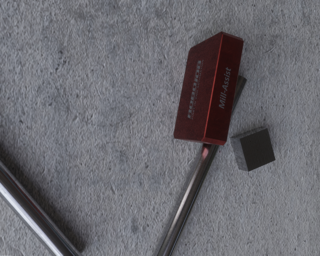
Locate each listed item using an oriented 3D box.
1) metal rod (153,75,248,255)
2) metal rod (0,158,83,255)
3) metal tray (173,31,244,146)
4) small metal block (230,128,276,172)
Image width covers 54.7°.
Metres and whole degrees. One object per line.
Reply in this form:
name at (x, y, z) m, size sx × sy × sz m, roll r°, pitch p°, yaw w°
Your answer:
metal rod at (0.054, 0.063, 0.428) m, size 0.025 × 0.025 × 0.299 m, roll 28°, pitch 81°, yaw -18°
metal rod at (-0.185, 0.044, 0.340) m, size 0.025 × 0.025 × 0.299 m, roll -38°, pitch 102°, yaw -16°
metal tray at (0.059, -0.046, 0.395) m, size 0.030 × 0.090 × 0.129 m, roll 12°, pitch 86°, yaw -20°
small metal block at (0.138, 0.031, 0.460) m, size 0.050 × 0.025 × 0.050 m, roll -19°, pitch 96°, yaw -19°
